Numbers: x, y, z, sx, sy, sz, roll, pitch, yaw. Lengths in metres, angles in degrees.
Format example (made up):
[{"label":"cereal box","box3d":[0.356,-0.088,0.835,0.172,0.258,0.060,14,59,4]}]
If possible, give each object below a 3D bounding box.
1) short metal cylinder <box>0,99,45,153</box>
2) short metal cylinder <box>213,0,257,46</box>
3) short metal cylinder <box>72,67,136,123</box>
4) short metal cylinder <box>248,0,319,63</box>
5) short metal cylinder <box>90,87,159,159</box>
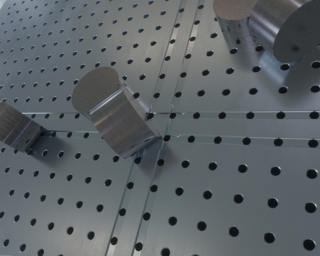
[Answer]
[{"label":"short metal cylinder","box3d":[-0.236,-0.002,0.498,0.080,0.080,0.050,25,75,36]},{"label":"short metal cylinder","box3d":[0.119,-0.161,0.428,0.080,0.050,0.080,-13,56,21]},{"label":"short metal cylinder","box3d":[-0.083,-0.044,0.463,0.080,0.050,0.080,-13,56,21]},{"label":"short metal cylinder","box3d":[0.155,-0.125,0.369,0.080,0.080,0.050,-34,51,6]},{"label":"short metal cylinder","box3d":[-0.045,-0.007,0.401,0.050,0.080,0.080,-36,51,5]}]
